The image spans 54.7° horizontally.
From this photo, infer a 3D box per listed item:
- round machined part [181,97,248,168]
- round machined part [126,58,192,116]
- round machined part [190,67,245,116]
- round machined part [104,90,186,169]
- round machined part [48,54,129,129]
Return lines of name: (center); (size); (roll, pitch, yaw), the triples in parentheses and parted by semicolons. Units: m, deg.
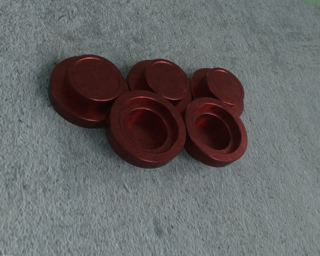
round machined part: (0.068, 0.009, 0.427); (0.099, 0.042, 0.098); (14, 56, -21)
round machined part: (0.002, -0.057, 0.432); (0.099, 0.042, 0.098); (14, 56, -21)
round machined part: (0.090, -0.054, 0.478); (0.099, 0.042, 0.098); (14, 56, -21)
round machined part: (-0.021, 0.005, 0.381); (0.099, 0.042, 0.098); (14, 56, -21)
round machined part: (-0.084, -0.052, 0.382); (0.099, 0.042, 0.098); (14, 56, -21)
